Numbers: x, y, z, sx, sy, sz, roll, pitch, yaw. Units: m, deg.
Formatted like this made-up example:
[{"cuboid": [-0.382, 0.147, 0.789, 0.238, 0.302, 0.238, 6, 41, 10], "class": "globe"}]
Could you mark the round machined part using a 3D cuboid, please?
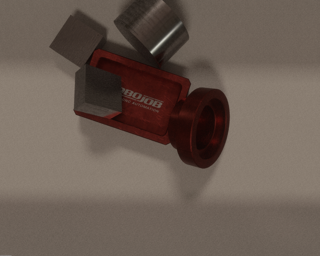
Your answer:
[{"cuboid": [0.046, -0.002, 0.385, 0.042, 0.099, 0.097, 12, 90, 35], "class": "round machined part"}]

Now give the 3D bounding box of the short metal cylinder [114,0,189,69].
[{"cuboid": [-0.010, -0.120, 0.384, 0.080, 0.080, 0.050, 44, 90, -1], "class": "short metal cylinder"}]

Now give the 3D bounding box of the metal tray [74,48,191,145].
[{"cuboid": [-0.035, -0.040, 0.408, 0.131, 0.030, 0.090, 19, 90, -1], "class": "metal tray"}]

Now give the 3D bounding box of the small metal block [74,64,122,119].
[{"cuboid": [-0.075, -0.043, 0.376, 0.050, 0.025, 0.050, 15, 63, -40], "class": "small metal block"}]

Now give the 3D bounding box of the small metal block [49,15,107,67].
[{"cuboid": [-0.108, -0.111, 0.410, 0.050, 0.025, 0.050, 33, 90, -1], "class": "small metal block"}]
